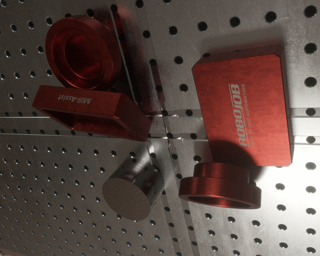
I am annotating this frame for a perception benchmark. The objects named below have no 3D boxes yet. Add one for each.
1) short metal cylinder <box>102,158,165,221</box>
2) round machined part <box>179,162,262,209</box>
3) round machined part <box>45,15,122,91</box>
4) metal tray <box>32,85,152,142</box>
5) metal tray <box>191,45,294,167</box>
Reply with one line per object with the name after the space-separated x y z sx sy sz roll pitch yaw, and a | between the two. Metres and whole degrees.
-0.040 0.093 0.472 0.080 0.050 0.079 13 124 20 | short metal cylinder
0.074 0.071 0.383 0.099 0.042 0.098 8 161 3 | round machined part
-0.090 -0.092 0.389 0.098 0.042 0.097 13 124 20 | round machined part
-0.087 -0.018 0.407 0.130 0.030 0.090 8 162 23 | metal tray
0.095 -0.019 0.346 0.090 0.030 0.129 -3 117 29 | metal tray
